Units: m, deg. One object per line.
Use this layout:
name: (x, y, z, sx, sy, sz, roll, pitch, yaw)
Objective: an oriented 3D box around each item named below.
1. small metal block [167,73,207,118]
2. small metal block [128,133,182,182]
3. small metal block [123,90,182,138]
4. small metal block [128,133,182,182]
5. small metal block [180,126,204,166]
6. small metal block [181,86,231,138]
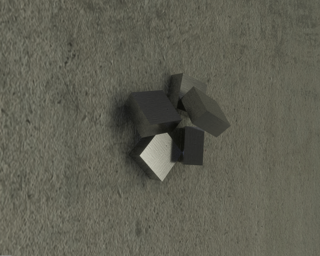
small metal block: (0.037, -0.045, 0.440, 0.050, 0.025, 0.050, 18, 79, -39)
small metal block: (-0.005, 0.033, 0.404, 0.050, 0.025, 0.050, -53, 121, -27)
small metal block: (-0.009, -0.019, 0.384, 0.050, 0.025, 0.050, -10, 59, -40)
small metal block: (-0.005, 0.033, 0.404, 0.050, 0.025, 0.050, -53, 121, -27)
small metal block: (0.043, 0.024, 0.426, 0.025, 0.050, 0.050, 4, 87, -2)
small metal block: (0.060, -0.021, 0.408, 0.050, 0.025, 0.050, 27, 30, -37)
